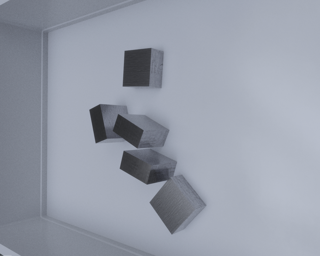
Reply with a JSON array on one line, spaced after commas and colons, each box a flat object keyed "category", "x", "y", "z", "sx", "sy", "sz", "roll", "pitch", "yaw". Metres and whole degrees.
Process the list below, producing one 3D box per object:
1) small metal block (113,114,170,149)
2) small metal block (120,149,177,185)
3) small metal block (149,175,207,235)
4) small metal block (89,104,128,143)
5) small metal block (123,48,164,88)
[{"category": "small metal block", "x": -0.025, "y": 0.003, "z": 0.411, "sx": 0.050, "sy": 0.050, "sz": 0.025, "roll": 32, "pitch": 110, "yaw": 35}, {"category": "small metal block", "x": -0.015, "y": 0.048, "z": 0.403, "sx": 0.050, "sy": 0.050, "sz": 0.025, "roll": 22, "pitch": 104, "yaw": 38}, {"category": "small metal block", "x": 0.022, "y": 0.095, "z": 0.389, "sx": 0.050, "sy": 0.025, "sz": 0.050, "roll": 50, "pitch": 119, "yaw": 28}, {"category": "small metal block", "x": -0.070, "y": -0.006, "z": 0.449, "sx": 0.025, "sy": 0.050, "sz": 0.050, "roll": -21, "pitch": 77, "yaw": 38}, {"category": "small metal block", "x": -0.024, "y": -0.081, "z": 0.427, "sx": 0.050, "sy": 0.025, "sz": 0.050, "roll": 6, "pitch": 94, "yaw": 40}]
